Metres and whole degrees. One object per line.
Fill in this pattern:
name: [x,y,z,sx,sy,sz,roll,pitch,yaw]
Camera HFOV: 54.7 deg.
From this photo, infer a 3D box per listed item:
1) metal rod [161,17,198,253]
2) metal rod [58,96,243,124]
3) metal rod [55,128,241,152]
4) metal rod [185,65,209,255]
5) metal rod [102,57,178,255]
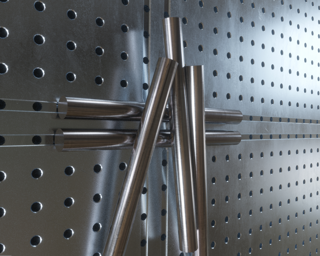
metal rod: [0.026,0.012,0.401,0.025,0.025,0.298,-8,95,-40]
metal rod: [0.013,-0.020,0.423,0.302,0.025,0.025,1,90,-40]
metal rod: [0.010,0.014,0.420,0.302,0.025,0.025,1,90,-40]
metal rod: [0.052,0.065,0.431,0.025,0.025,0.298,-14,106,-40]
metal rod: [-0.030,0.063,0.362,0.025,0.025,0.299,19,85,-39]
